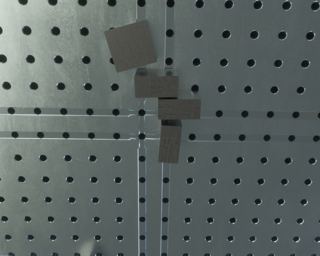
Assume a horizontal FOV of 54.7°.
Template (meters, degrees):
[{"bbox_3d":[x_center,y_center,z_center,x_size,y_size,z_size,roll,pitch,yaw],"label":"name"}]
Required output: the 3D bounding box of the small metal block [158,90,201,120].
[{"bbox_3d":[0.023,-0.031,0.389,0.050,0.050,0.025,0,110,-1],"label":"small metal block"}]

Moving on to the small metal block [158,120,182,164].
[{"bbox_3d":[0.012,0.012,0.405,0.025,0.050,0.050,4,110,-2],"label":"small metal block"}]

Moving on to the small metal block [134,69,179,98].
[{"bbox_3d":[-0.004,-0.056,0.380,0.050,0.050,0.025,-1,110,0],"label":"small metal block"}]

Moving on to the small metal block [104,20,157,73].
[{"bbox_3d":[-0.034,-0.100,0.376,0.050,0.025,0.050,-14,110,5],"label":"small metal block"}]
